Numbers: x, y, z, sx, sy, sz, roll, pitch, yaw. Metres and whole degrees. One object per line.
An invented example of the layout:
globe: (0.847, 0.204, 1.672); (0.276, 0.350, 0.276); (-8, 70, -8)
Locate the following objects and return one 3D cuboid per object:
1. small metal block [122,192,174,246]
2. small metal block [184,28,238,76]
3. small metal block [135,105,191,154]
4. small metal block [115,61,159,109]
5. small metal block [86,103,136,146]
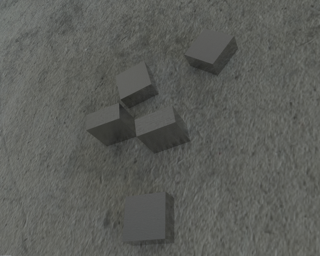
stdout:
small metal block: (-0.012, 0.102, 0.346); (0.050, 0.025, 0.050); (-12, 57, 21)
small metal block: (0.071, -0.106, 0.431); (0.050, 0.025, 0.050); (29, 78, 37)
small metal block: (0.004, 0.003, 0.383); (0.050, 0.050, 0.025); (-21, 54, 16)
small metal block: (-0.035, -0.064, 0.460); (0.050, 0.025, 0.050); (-25, 53, 12)
small metal block: (-0.064, -0.003, 0.422); (0.050, 0.050, 0.025); (-19, 55, 17)
